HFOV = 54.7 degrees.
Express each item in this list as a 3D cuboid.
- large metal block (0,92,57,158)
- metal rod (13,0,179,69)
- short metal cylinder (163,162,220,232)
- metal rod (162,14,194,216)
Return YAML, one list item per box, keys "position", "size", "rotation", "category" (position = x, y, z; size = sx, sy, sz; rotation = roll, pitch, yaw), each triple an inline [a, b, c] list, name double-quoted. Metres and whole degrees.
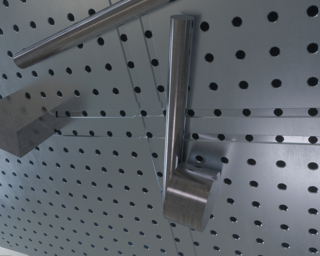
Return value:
- position: [-0.224, -0.008, 0.488]
  size: [0.080, 0.080, 0.050]
  rotation: [21, 126, 16]
  category: "large metal block"
- position: [-0.080, -0.124, 0.376]
  size: [0.300, 0.025, 0.025]
  rotation: [-11, 113, 32]
  category: "metal rod"
- position: [0.043, 0.090, 0.408]
  size: [0.050, 0.080, 0.079]
  rotation: [15, 125, 20]
  category: "short metal cylinder"
- position: [0.019, 0.009, 0.406]
  size: [0.025, 0.025, 0.298]
  rotation: [15, 125, 20]
  category: "metal rod"
